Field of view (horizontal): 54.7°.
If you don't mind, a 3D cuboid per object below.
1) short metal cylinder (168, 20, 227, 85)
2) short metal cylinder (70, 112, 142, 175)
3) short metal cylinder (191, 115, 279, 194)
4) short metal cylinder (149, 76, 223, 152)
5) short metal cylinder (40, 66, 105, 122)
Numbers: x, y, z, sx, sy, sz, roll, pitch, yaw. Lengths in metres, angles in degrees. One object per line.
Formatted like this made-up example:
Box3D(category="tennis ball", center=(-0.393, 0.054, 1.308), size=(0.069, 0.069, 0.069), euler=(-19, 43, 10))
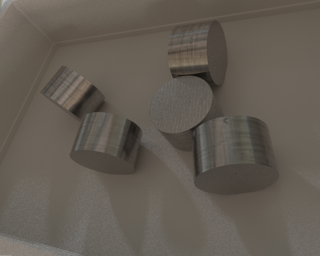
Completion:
Box3D(category="short metal cylinder", center=(0.051, -0.095, 0.402), size=(0.050, 0.080, 0.080), euler=(1, 62, 29))
Box3D(category="short metal cylinder", center=(-0.067, 0.022, 0.392), size=(0.080, 0.080, 0.050), euler=(-3, 61, 27))
Box3D(category="short metal cylinder", center=(0.073, 0.030, 0.314), size=(0.080, 0.080, 0.050), euler=(-14, 56, 20))
Box3D(category="short metal cylinder", center=(0.033, -0.018, 0.383), size=(0.080, 0.050, 0.080), euler=(-13, 56, 21))
Box3D(category="short metal cylinder", center=(-0.131, -0.049, 0.470), size=(0.080, 0.080, 0.050), euler=(27, 77, 37))
